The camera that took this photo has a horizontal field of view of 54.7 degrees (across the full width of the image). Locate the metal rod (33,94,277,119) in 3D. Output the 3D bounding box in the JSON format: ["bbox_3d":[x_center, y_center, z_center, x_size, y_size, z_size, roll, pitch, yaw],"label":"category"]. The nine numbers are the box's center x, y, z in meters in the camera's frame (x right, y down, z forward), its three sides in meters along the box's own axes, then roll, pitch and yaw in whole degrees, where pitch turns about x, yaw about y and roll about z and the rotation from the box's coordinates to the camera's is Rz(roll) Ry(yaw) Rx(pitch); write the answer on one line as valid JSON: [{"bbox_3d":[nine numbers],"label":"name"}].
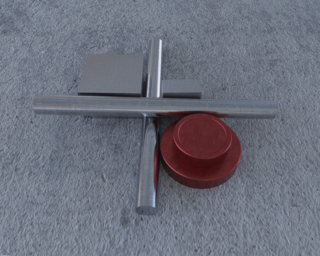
[{"bbox_3d":[-0.002,-0.026,0.394,0.302,0.025,0.025,1,50,-5],"label":"metal rod"}]

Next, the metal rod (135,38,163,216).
[{"bbox_3d":[-0.011,-0.026,0.427,0.025,0.025,0.300,1,50,1],"label":"metal rod"}]

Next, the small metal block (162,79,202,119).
[{"bbox_3d":[0.028,-0.039,0.422,0.050,0.050,0.025,-1,50,-1],"label":"small metal block"}]

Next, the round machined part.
[{"bbox_3d":[0.049,0.021,0.376,0.099,0.042,0.098,0,50,0],"label":"round machined part"}]

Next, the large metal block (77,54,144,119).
[{"bbox_3d":[-0.064,-0.059,0.436,0.081,0.050,0.080,1,50,0],"label":"large metal block"}]
